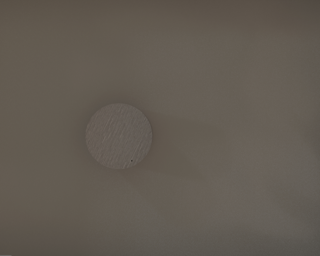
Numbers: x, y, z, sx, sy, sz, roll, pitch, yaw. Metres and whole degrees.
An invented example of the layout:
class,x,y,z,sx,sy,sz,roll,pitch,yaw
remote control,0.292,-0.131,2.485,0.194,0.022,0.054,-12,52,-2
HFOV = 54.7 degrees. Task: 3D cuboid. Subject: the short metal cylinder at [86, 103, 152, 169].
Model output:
class,x,y,z,sx,sy,sz,roll,pitch,yaw
short metal cylinder,-0.050,0.010,0.398,0.081,0.050,0.079,0,90,-1
